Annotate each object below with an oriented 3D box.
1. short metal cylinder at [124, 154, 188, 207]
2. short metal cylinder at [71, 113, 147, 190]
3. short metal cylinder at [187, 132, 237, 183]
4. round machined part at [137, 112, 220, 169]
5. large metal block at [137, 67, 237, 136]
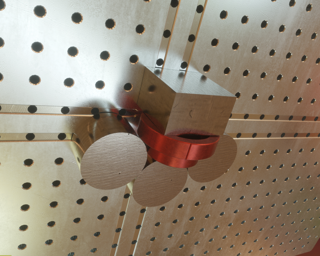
[{"bbox_3d":[-0.009,0.061,0.428,0.081,0.050,0.079,-14,124,-21],"label":"short metal cylinder"},{"bbox_3d":[-0.062,0.028,0.379,0.081,0.050,0.079,-14,124,-21],"label":"short metal cylinder"},{"bbox_3d":[0.064,0.032,0.450,0.081,0.050,0.079,-14,124,-21],"label":"short metal cylinder"},{"bbox_3d":[0.020,0.014,0.381,0.099,0.098,0.042,2,117,-29],"label":"round machined part"},{"bbox_3d":[0.029,-0.033,0.371,0.081,0.080,0.050,1,118,-29],"label":"large metal block"}]
